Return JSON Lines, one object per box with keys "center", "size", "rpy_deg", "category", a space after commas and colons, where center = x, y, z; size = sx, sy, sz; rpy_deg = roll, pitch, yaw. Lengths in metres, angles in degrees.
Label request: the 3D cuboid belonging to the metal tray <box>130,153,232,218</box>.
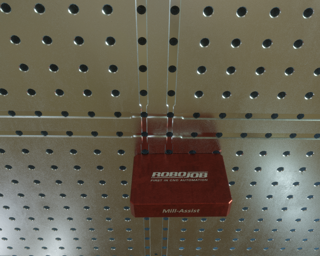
{"center": [0.027, 0.078, 0.435], "size": [0.131, 0.090, 0.030], "rpy_deg": [-1, 130, 0], "category": "metal tray"}
